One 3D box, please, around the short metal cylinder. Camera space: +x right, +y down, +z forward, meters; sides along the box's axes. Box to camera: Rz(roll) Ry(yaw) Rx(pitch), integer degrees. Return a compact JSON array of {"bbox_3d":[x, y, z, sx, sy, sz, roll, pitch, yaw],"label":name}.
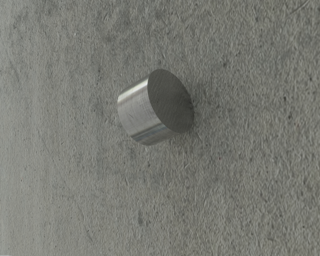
[{"bbox_3d":[-0.004,-0.024,0.373,0.050,0.081,0.080,-24,75,38],"label":"short metal cylinder"}]
